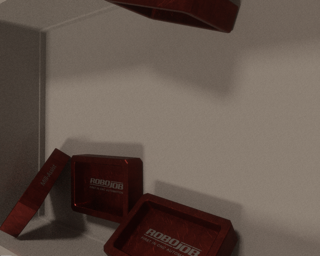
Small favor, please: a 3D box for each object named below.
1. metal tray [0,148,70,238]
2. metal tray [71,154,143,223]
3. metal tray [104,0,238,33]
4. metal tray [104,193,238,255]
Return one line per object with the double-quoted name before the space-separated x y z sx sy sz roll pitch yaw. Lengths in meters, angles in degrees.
"metal tray" -0.203 0.103 0.511 0.030 0.130 0.090 35 120 -13
"metal tray" -0.084 0.088 0.470 0.130 0.030 0.089 -1 90 39
"metal tray" 0.010 -0.143 0.354 0.130 0.091 0.030 25 106 37
"metal tray" 0.010 0.132 0.355 0.130 0.090 0.030 9 135 39
